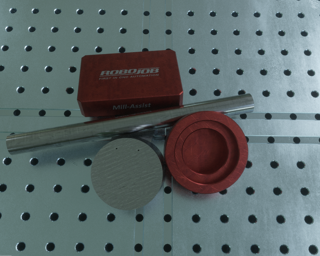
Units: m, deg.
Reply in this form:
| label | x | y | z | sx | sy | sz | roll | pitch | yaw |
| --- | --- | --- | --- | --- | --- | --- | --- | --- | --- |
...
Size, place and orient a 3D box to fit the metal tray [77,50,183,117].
| label | x | y | z | sx | sy | sz | roll | pitch | yaw |
| --- | --- | --- | --- | --- | --- | --- | --- | --- | --- |
| metal tray | -0.039 | -0.062 | 0.416 | 0.131 | 0.030 | 0.090 | -4 | 51 | -3 |

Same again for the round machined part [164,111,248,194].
| label | x | y | z | sx | sy | sz | roll | pitch | yaw |
| --- | --- | --- | --- | --- | --- | --- | --- | --- | --- |
| round machined part | 0.054 | 0.028 | 0.381 | 0.099 | 0.042 | 0.097 | 0 | 92 | -4 |

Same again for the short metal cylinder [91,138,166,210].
| label | x | y | z | sx | sy | sz | roll | pitch | yaw |
| --- | --- | --- | --- | --- | --- | --- | --- | --- | --- |
| short metal cylinder | -0.035 | 0.051 | 0.367 | 0.080 | 0.050 | 0.079 | 0 | 88 | 5 |

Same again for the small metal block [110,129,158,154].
| label | x | y | z | sx | sy | sz | roll | pitch | yaw |
| --- | --- | --- | --- | --- | --- | --- | --- | --- | --- |
| small metal block | -0.035 | 0.013 | 0.415 | 0.050 | 0.025 | 0.050 | 17 | 71 | 5 |

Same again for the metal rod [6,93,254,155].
| label | x | y | z | sx | sy | sz | roll | pitch | yaw |
| --- | --- | --- | --- | --- | --- | --- | --- | --- | --- |
| metal rod | -0.032 | -0.006 | 0.386 | 0.302 | 0.025 | 0.025 | -10 | 71 | -4 |
